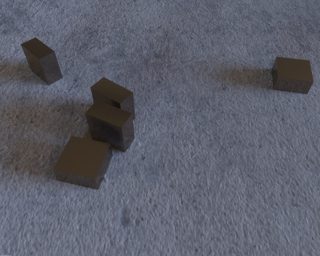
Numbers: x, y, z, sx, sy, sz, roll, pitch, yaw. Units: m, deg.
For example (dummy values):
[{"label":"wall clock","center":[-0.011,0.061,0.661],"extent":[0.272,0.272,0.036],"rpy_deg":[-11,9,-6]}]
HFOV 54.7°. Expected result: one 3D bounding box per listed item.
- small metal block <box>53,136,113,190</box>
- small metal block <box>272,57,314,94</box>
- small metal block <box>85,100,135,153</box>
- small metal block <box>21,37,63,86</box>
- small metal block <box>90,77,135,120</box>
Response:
[{"label":"small metal block","center":[-0.090,0.040,0.368],"extent":[0.050,0.025,0.050],"rpy_deg":[11,51,8]},{"label":"small metal block","center":[0.202,-0.081,0.474],"extent":[0.050,0.025,0.050],"rpy_deg":[8,50,6]},{"label":"small metal block","center":[-0.061,-0.002,0.388],"extent":[0.050,0.050,0.025],"rpy_deg":[20,53,16]},{"label":"small metal block","center":[-0.179,-0.101,0.469],"extent":[0.050,0.050,0.025],"rpy_deg":[37,59,26]},{"label":"small metal block","center":[-0.062,-0.033,0.414],"extent":[0.050,0.050,0.025],"rpy_deg":[29,56,22]}]
